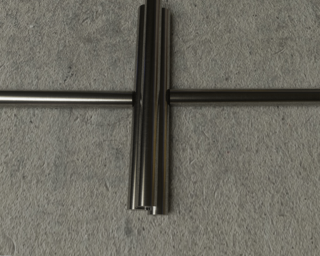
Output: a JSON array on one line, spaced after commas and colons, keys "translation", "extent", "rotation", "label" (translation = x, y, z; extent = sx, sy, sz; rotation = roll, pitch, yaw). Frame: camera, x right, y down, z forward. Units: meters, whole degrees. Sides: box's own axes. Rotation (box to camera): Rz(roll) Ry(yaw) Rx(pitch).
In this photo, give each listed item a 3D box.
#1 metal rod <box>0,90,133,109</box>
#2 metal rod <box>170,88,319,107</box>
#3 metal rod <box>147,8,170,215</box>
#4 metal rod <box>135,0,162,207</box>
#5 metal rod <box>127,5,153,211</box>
[{"translation": [-0.188, -0.040, 0.421], "extent": [0.302, 0.025, 0.025], "rotation": [0, 70, -1], "label": "metal rod"}, {"translation": [0.164, -0.042, 0.427], "extent": [0.302, 0.025, 0.025], "rotation": [0, 70, -1], "label": "metal rod"}, {"translation": [0.000, -0.036, 0.423], "extent": [0.025, 0.025, 0.299], "rotation": [1, 70, 0], "label": "metal rod"}, {"translation": [-0.013, -0.050, 0.406], "extent": [0.025, 0.025, 0.299], "rotation": [1, 70, 0], "label": "metal rod"}, {"translation": [-0.024, -0.041, 0.425], "extent": [0.025, 0.025, 0.299], "rotation": [1, 70, 0], "label": "metal rod"}]
